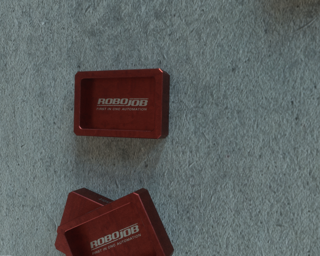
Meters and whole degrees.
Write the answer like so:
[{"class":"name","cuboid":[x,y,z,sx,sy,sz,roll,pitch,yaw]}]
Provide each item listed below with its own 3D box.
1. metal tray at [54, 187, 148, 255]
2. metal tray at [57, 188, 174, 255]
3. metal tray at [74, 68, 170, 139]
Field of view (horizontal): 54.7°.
[{"class":"metal tray","cuboid":[-0.077,0.149,0.433,0.130,0.030,0.089,19,96,19]},{"class":"metal tray","cuboid":[-0.059,0.143,0.394,0.130,0.030,0.090,-27,81,17]},{"class":"metal tray","cuboid":[-0.054,-0.032,0.425,0.130,0.030,0.089,2,91,19]}]
